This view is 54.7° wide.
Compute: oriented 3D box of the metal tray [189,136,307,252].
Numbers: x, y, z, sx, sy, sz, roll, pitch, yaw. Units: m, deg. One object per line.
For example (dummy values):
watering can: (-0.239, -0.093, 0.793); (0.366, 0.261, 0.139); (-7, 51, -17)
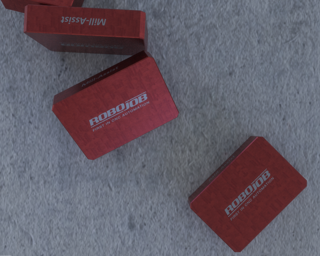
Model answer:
metal tray: (0.113, 0.085, 0.409); (0.130, 0.030, 0.090); (-45, 91, 0)

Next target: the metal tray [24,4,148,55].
metal tray: (-0.082, -0.115, 0.376); (0.131, 0.090, 0.030); (3, 91, -1)

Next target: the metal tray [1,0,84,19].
metal tray: (-0.133, -0.199, 0.385); (0.091, 0.030, 0.130); (14, 71, -1)

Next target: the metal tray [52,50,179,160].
metal tray: (-0.053, -0.026, 0.385); (0.131, 0.030, 0.090); (-27, 122, 0)
